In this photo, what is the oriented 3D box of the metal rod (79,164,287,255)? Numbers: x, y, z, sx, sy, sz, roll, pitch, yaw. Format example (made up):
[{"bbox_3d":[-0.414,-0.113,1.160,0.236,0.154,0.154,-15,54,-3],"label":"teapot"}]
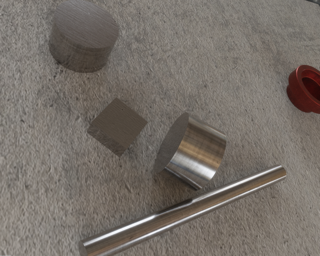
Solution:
[{"bbox_3d":[0.052,0.092,0.375,0.303,0.025,0.025,-12,68,-33],"label":"metal rod"}]

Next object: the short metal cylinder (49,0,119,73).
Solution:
[{"bbox_3d":[-0.101,-0.119,0.406,0.081,0.050,0.080,14,56,-21],"label":"short metal cylinder"}]

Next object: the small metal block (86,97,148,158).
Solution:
[{"bbox_3d":[-0.051,-0.001,0.377,0.050,0.025,0.050,38,51,-3],"label":"small metal block"}]

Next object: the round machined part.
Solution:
[{"bbox_3d":[0.281,-0.068,0.586,0.099,0.042,0.098,14,56,-21],"label":"round machined part"}]

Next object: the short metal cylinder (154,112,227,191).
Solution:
[{"bbox_3d":[0.035,0.028,0.370,0.050,0.080,0.080,28,52,-11],"label":"short metal cylinder"}]
